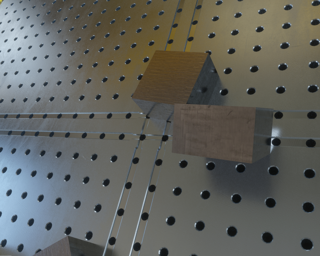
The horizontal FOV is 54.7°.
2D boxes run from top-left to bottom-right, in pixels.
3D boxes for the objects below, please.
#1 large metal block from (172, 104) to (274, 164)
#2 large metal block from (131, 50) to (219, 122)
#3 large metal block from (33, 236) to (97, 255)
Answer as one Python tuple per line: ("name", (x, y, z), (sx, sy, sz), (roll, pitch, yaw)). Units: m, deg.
("large metal block", (0.068, 0.002, 0.326), (0.080, 0.080, 0.050), (5, 95, 30))
("large metal block", (0.022, -0.054, 0.413), (0.080, 0.050, 0.080), (12, 68, 32))
("large metal block", (-0.111, 0.179, 0.340), (0.080, 0.050, 0.080), (-31, 52, 8))
